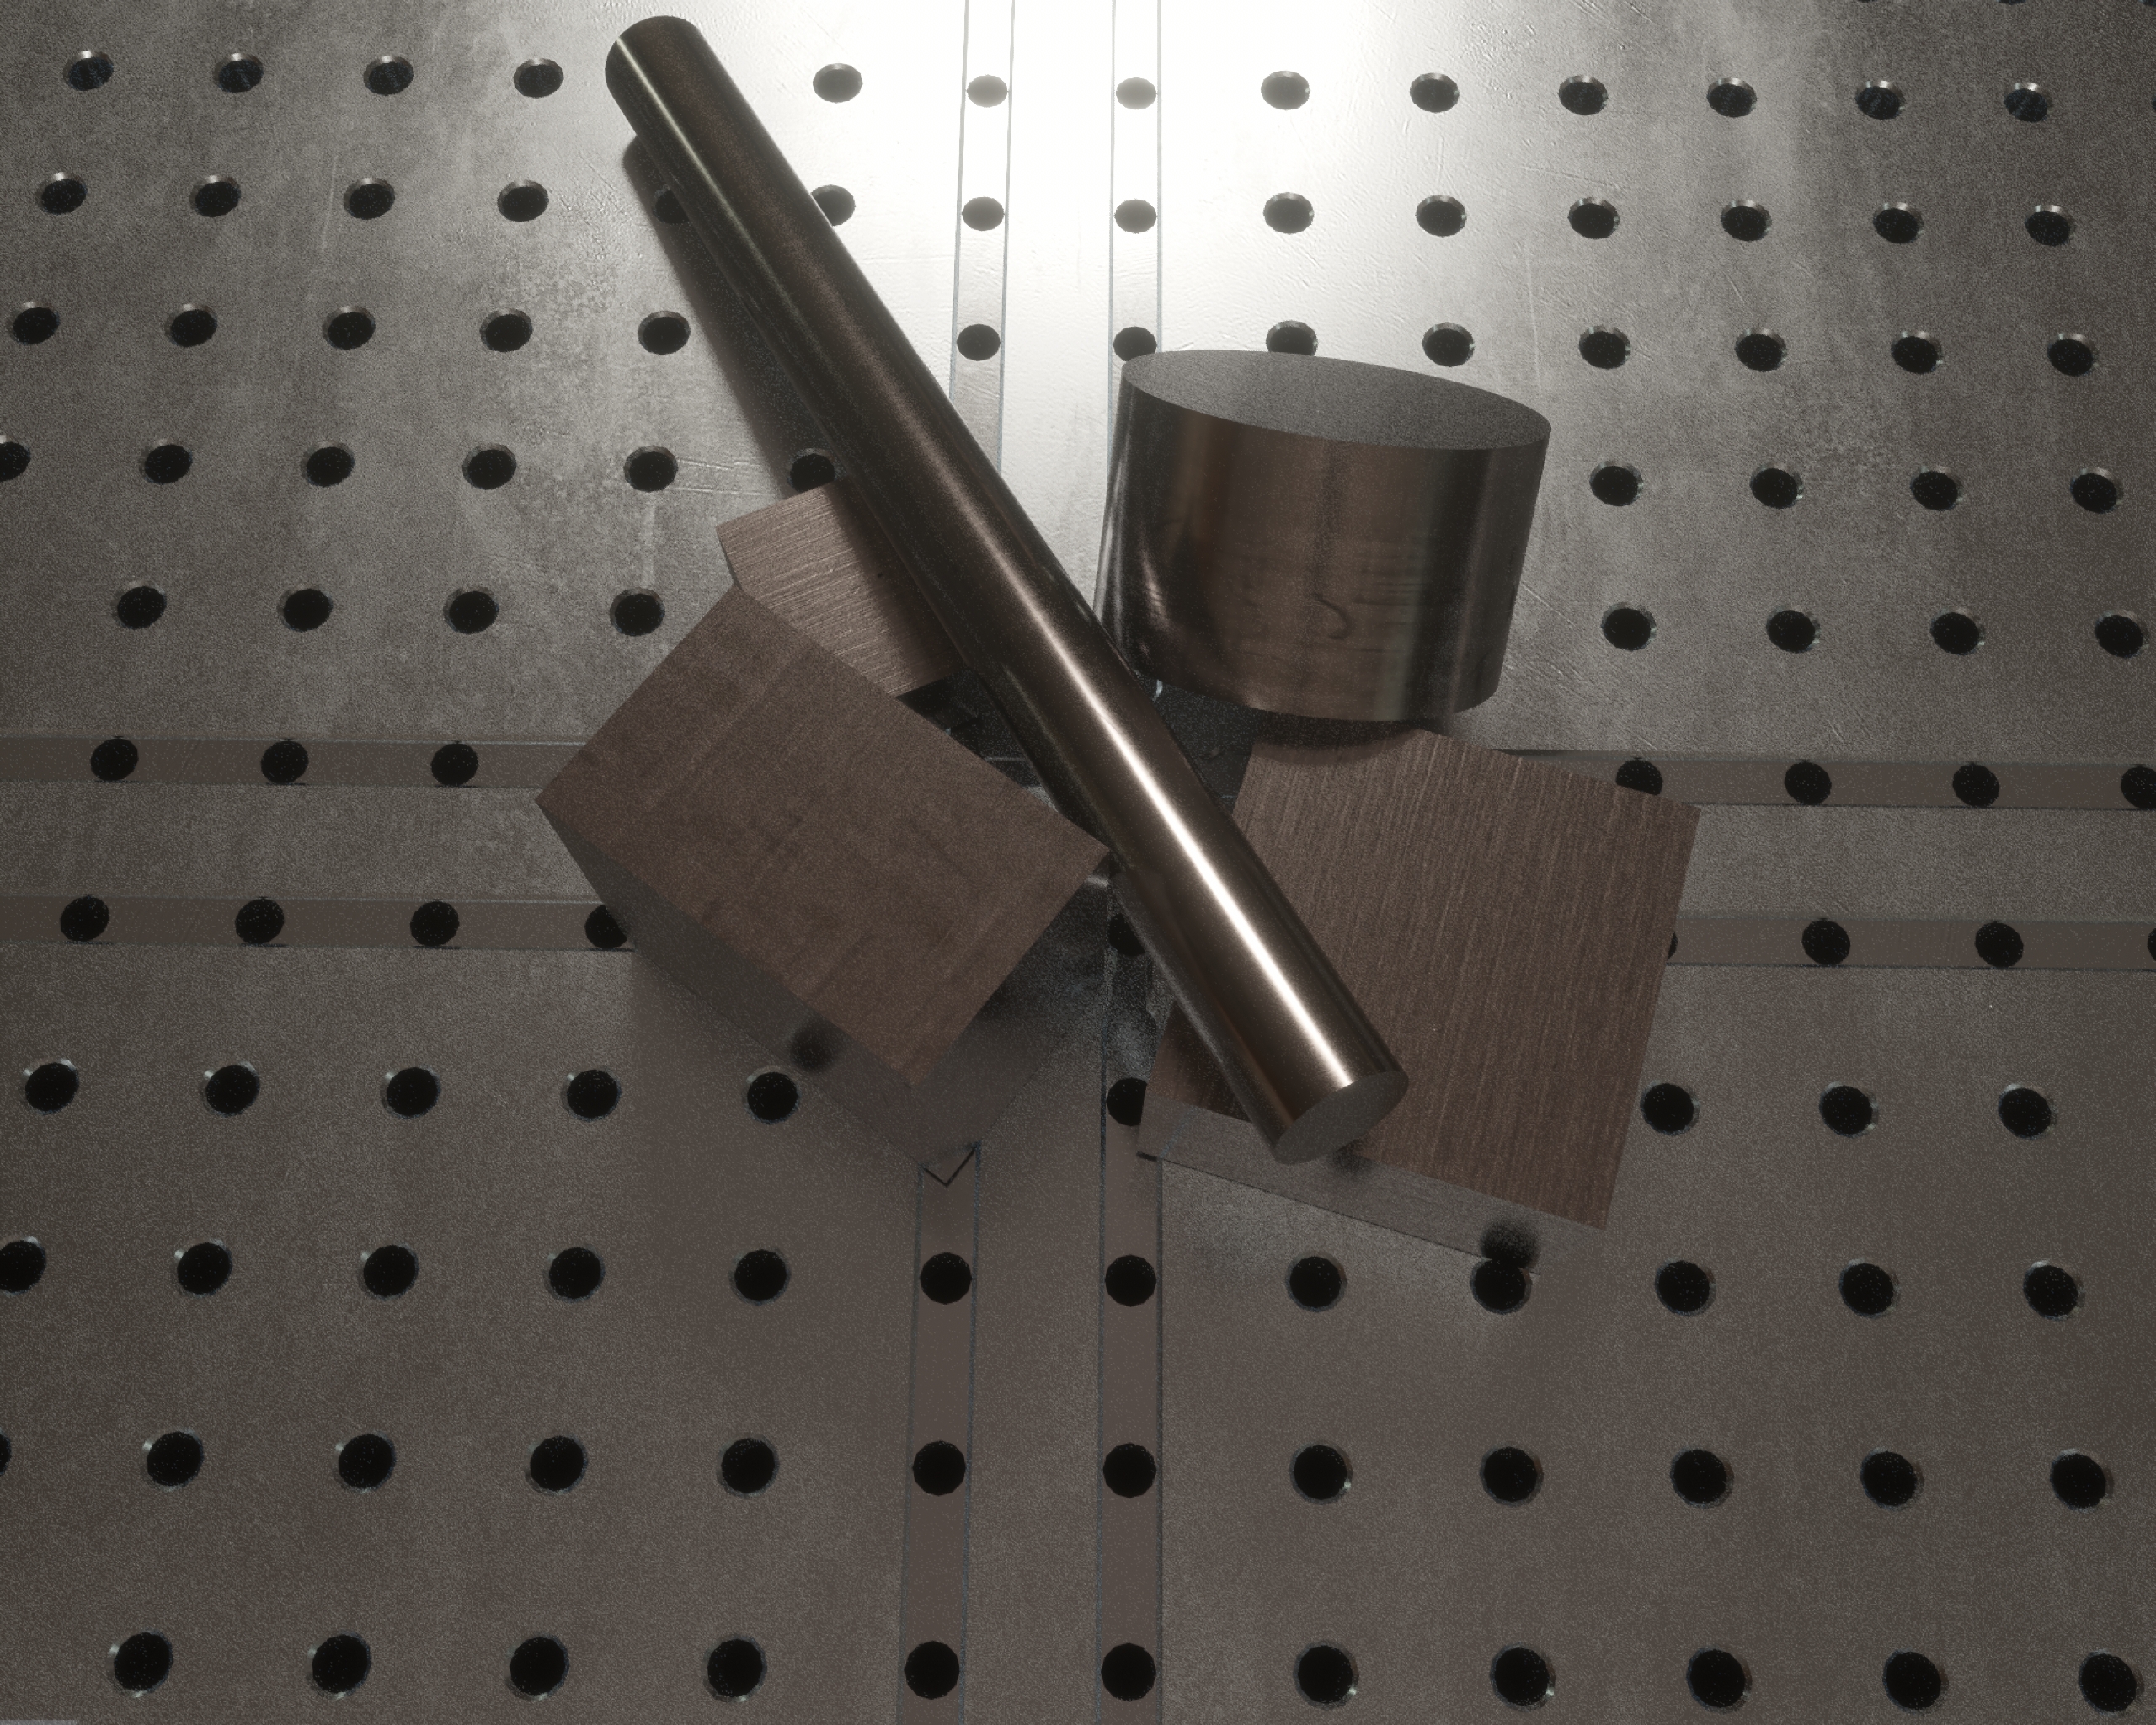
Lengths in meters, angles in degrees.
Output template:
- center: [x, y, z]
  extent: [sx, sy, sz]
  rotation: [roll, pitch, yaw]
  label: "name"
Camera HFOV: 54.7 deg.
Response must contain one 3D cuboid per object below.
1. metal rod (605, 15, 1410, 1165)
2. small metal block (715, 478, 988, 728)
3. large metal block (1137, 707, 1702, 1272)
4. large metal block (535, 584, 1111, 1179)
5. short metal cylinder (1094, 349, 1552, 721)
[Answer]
- center: [-0.027, -0.071, 0.405]
  extent: [0.025, 0.025, 0.299]
  rotation: [-26, 61, -10]
  label: "metal rod"
- center: [-0.040, -0.052, 0.431]
  extent: [0.050, 0.025, 0.050]
  rotation: [-23, 72, -9]
  label: "small metal block"
- center: [0.062, 0.023, 0.390]
  extent: [0.080, 0.050, 0.080]
  rotation: [17, 71, 5]
  label: "large metal block"
- center: [-0.042, 0.007, 0.379]
  extent: [0.080, 0.080, 0.050]
  rotation: [35, 74, 11]
  label: "large metal block"
- center: [0.045, -0.065, 0.400]
  extent: [0.080, 0.080, 0.050]
  rotation: [8, 114, 2]
  label: "short metal cylinder"
